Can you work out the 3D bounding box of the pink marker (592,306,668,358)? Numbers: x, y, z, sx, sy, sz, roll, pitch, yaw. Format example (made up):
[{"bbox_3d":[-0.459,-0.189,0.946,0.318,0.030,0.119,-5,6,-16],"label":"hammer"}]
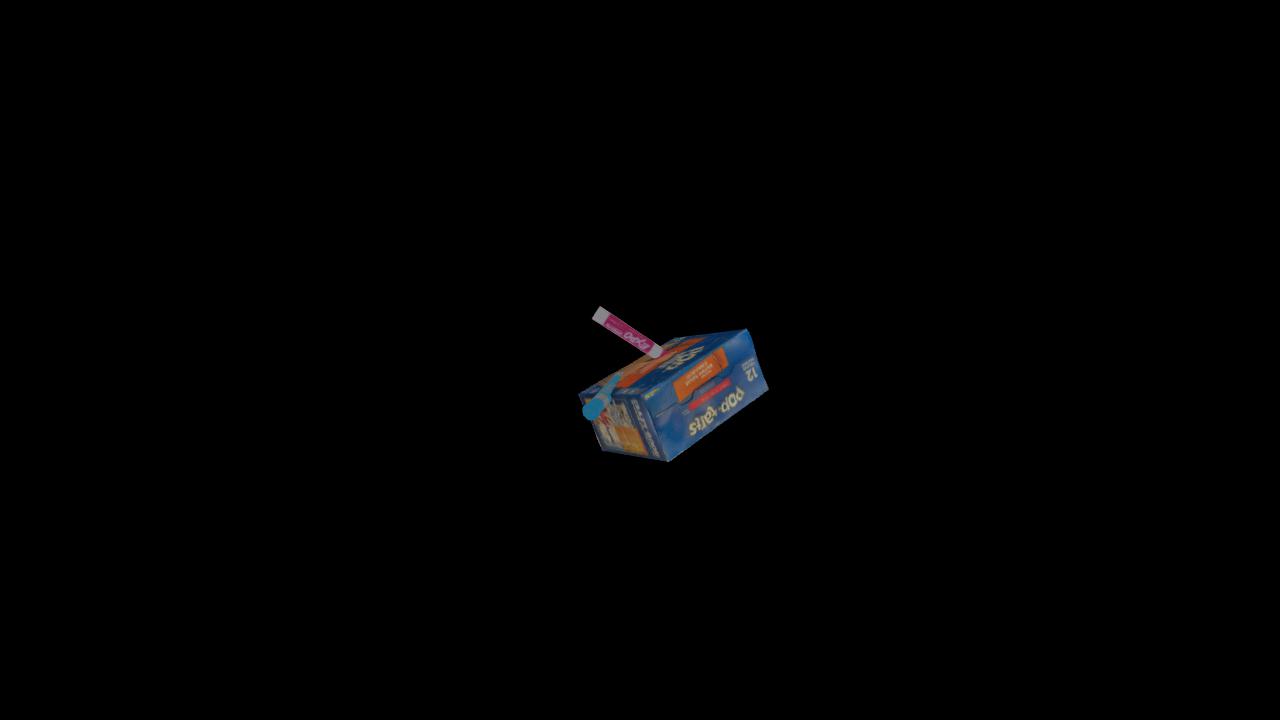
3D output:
[{"bbox_3d":[-0.002,-0.024,0.739,0.121,0.020,0.020,33,-3,-5],"label":"pink marker"}]

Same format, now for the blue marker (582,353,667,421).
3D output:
[{"bbox_3d":[-0.037,0.039,0.682,0.020,0.020,0.121,0,16,15],"label":"blue marker"}]

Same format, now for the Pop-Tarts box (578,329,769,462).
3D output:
[{"bbox_3d":[0.038,0.037,0.725,0.167,0.083,0.141,-31,15,-30],"label":"Pop-Tarts box"}]
